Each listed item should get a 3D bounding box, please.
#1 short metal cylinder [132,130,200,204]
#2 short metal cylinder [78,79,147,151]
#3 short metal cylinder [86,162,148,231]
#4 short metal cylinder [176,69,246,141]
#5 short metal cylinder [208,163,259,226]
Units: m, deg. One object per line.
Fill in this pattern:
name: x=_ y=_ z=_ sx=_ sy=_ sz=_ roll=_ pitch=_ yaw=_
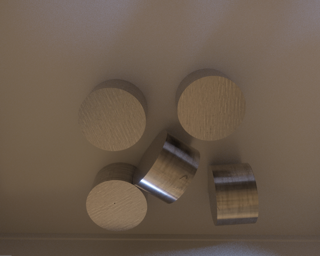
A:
short metal cylinder: x=0.007 y=0.050 z=0.400 sx=0.050 sy=0.080 sz=0.080 roll=32 pitch=107 yaw=-11
short metal cylinder: x=-0.057 y=-0.017 z=0.391 sx=0.081 sy=0.050 sz=0.079 roll=0 pitch=110 yaw=0
short metal cylinder: x=-0.057 y=0.095 z=0.432 sx=0.081 sy=0.050 sz=0.079 roll=0 pitch=110 yaw=0
short metal cylinder: x=0.061 y=-0.030 z=0.387 sx=0.081 sy=0.050 sz=0.079 roll=0 pitch=110 yaw=0
short metal cylinder: x=0.095 y=0.088 z=0.415 sx=0.050 sy=0.080 sz=0.079 roll=-4 pitch=110 yaw=1
